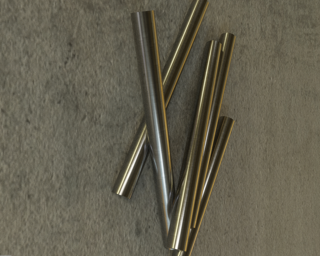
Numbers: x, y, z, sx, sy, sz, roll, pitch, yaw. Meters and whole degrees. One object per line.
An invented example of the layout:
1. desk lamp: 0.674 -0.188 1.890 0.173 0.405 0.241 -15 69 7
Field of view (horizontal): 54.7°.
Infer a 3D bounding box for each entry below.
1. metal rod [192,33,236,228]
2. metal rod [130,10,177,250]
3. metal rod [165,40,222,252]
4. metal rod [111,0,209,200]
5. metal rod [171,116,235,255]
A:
1. metal rod: 0.073 -0.007 0.460 0.025 0.025 0.299 27 71 -37
2. metal rod: -0.001 0.018 0.372 0.025 0.025 0.298 -23 115 -38
3. metal rod: 0.051 0.008 0.420 0.025 0.025 0.299 31 62 -36
4. metal rod: 0.007 -0.052 0.412 0.025 0.025 0.299 35 69 -35
5. metal rod: 0.054 0.119 0.452 0.025 0.025 0.300 35 68 -35
